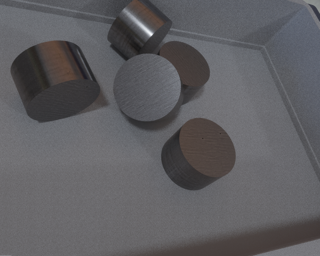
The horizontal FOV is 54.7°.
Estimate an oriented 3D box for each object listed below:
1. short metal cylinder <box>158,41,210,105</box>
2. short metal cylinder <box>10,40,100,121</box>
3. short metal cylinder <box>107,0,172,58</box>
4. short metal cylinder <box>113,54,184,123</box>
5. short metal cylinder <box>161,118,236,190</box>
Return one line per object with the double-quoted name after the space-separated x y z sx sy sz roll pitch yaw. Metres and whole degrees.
0.025 -0.080 0.454 0.081 0.050 0.080 14 56 -21 "short metal cylinder"
-0.113 -0.050 0.340 0.081 0.080 0.050 -17 71 -35 "short metal cylinder"
-0.028 -0.137 0.440 0.050 0.080 0.080 43 51 0 "short metal cylinder"
-0.012 -0.047 0.387 0.080 0.050 0.079 0 89 8 "short metal cylinder"
0.049 0.034 0.397 0.081 0.050 0.080 14 56 -21 "short metal cylinder"
